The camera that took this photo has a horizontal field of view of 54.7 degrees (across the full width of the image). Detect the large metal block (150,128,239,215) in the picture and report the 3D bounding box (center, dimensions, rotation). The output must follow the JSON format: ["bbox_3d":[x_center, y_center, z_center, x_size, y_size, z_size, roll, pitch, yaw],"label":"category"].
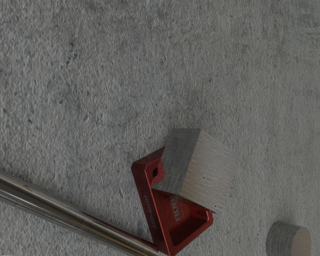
[{"bbox_3d":[0.046,0.054,0.387,0.080,0.050,0.080,33,70,-35],"label":"large metal block"}]

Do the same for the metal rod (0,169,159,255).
[{"bbox_3d":[-0.109,0.081,0.313,0.301,0.025,0.025,39,66,-33],"label":"metal rod"}]

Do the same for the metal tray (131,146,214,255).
[{"bbox_3d":[0.021,0.091,0.418,0.091,0.030,0.129,-25,106,-37],"label":"metal tray"}]

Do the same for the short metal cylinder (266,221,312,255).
[{"bbox_3d":[0.249,0.226,0.598,0.081,0.050,0.079,0,90,-40],"label":"short metal cylinder"}]
